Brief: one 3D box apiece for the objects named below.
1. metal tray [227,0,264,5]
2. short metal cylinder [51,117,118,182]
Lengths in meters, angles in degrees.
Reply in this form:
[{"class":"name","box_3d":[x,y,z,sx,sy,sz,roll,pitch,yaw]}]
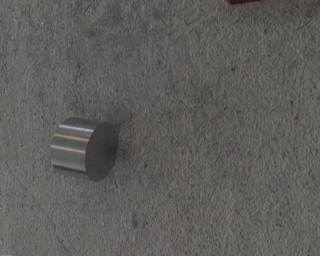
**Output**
[{"class":"metal tray","box_3d":[0.141,-0.200,0.357,0.130,0.030,0.089,0,90,19]},{"class":"short metal cylinder","box_3d":[-0.099,0.028,0.415,0.050,0.080,0.079,9,93,20]}]
